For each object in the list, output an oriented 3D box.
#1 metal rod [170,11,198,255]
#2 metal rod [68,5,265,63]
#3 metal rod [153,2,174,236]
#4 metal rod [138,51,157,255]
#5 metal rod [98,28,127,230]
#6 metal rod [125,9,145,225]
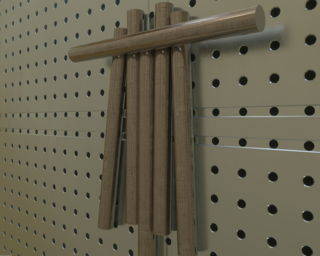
[{"bbox_3d":[0.030,0.006,0.386,0.025,0.025,0.298,-3,88,40],"label":"metal rod"},{"bbox_3d":[-0.019,-0.110,0.393,0.300,0.025,0.025,3,92,40],"label":"metal rod"},{"bbox_3d":[0.004,-0.011,0.408,0.025,0.025,0.298,1,91,40],"label":"metal rod"},{"bbox_3d":[-0.017,0.041,0.424,0.025,0.025,0.298,1,91,40],"label":"metal rod"},{"bbox_3d":[-0.069,0.004,0.466,0.025,0.025,0.298,9,96,40],"label":"metal rod"},{"bbox_3d":[-0.035,-0.015,0.440,0.025,0.025,0.298,1,91,40],"label":"metal rod"}]
